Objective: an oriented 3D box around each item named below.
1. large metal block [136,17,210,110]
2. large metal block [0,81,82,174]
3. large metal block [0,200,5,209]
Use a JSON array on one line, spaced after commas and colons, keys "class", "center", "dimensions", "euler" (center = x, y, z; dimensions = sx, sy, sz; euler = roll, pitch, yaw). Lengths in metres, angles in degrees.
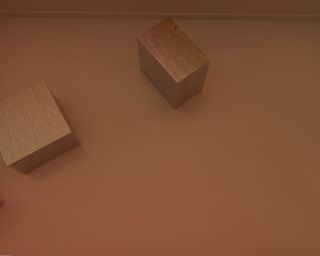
[{"class": "large metal block", "center": [0.016, -0.083, 0.411], "dimensions": [0.050, 0.080, 0.080], "euler": [-36, 74, -12]}, {"class": "large metal block", "center": [-0.160, 0.000, 0.395], "dimensions": [0.080, 0.050, 0.080], "euler": [-29, 73, -10]}, {"class": "large metal block", "center": [-0.241, 0.082, 0.349], "dimensions": [0.080, 0.080, 0.050], "euler": [26, 72, 9]}]
